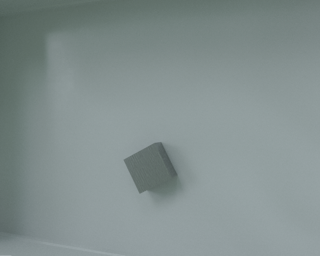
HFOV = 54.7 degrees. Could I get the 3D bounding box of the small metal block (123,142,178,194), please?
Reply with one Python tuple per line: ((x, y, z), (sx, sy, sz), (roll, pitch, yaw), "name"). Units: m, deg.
((-0.013, 0.053, 0.414), (0.050, 0.025, 0.050), (-29, 81, 17), "small metal block")
